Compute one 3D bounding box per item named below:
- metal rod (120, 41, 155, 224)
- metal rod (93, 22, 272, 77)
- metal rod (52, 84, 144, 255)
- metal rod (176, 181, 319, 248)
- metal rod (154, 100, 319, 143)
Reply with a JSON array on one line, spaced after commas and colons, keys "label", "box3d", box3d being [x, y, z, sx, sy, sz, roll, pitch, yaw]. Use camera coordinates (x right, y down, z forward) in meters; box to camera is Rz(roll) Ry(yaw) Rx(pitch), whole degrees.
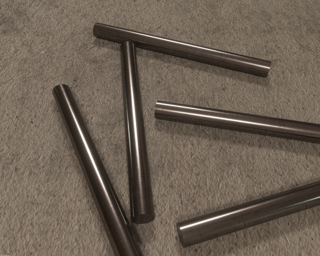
[{"label": "metal rod", "box3d": [-0.036, -0.019, 0.418, 0.025, 0.025, 0.300, -5, 50, -5]}, {"label": "metal rod", "box3d": [0.029, -0.133, 0.514, 0.301, 0.025, 0.025, 16, 52, 13]}, {"label": "metal rod", "box3d": [-0.076, 0.050, 0.359, 0.025, 0.025, 0.300, -20, 53, -17]}, {"label": "metal rod", "box3d": [0.165, 0.075, 0.342, 0.302, 0.025, 0.025, -13, 51, -11]}, {"label": "metal rod", "box3d": [0.143, -0.002, 0.407, 0.302, 0.025, 0.025, 9, 51, 7]}]
